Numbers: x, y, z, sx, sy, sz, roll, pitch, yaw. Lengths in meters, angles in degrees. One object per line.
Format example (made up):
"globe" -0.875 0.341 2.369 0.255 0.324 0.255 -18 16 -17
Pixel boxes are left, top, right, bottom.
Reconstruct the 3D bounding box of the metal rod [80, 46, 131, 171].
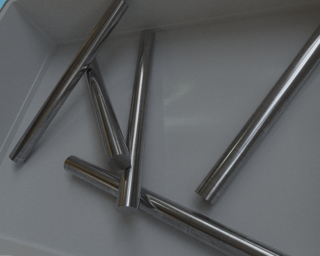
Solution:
"metal rod" -0.089 -0.051 0.452 0.025 0.025 0.300 -34 41 6

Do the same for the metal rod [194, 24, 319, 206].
"metal rod" 0.140 -0.040 0.356 0.025 0.025 0.300 32 79 38

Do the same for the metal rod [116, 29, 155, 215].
"metal rod" -0.027 -0.032 0.421 0.025 0.025 0.300 -13 51 21

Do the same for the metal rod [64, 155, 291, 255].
"metal rod" -0.008 0.087 0.356 0.300 0.025 0.025 17 71 34

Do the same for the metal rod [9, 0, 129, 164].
"metal rod" -0.144 -0.071 0.484 0.025 0.025 0.299 40 97 39
